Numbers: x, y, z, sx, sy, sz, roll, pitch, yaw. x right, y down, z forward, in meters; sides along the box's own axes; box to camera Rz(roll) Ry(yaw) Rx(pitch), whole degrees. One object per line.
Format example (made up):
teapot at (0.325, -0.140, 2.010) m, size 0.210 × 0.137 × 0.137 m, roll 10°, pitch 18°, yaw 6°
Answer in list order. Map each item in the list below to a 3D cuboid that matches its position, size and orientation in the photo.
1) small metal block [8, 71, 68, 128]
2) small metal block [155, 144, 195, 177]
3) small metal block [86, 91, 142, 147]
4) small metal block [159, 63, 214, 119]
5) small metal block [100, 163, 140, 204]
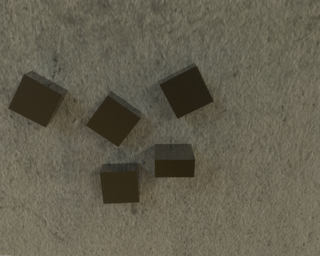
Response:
small metal block at (-0.154, -0.037, 0.394) m, size 0.050 × 0.025 × 0.050 m, roll 29°, pitch 107°, yaw -11°
small metal block at (0.018, 0.042, 0.412) m, size 0.050 × 0.050 × 0.025 m, roll 0°, pitch 110°, yaw -1°
small metal block at (-0.059, -0.012, 0.405) m, size 0.050 × 0.025 × 0.050 m, roll 35°, pitch 106°, yaw -13°
small metal block at (0.033, -0.047, 0.393) m, size 0.050 × 0.025 × 0.050 m, roll -26°, pitch 108°, yaw 9°
small metal block at (-0.055, 0.078, 0.438) m, size 0.050 × 0.025 × 0.050 m, roll -2°, pitch 110°, yaw 0°
